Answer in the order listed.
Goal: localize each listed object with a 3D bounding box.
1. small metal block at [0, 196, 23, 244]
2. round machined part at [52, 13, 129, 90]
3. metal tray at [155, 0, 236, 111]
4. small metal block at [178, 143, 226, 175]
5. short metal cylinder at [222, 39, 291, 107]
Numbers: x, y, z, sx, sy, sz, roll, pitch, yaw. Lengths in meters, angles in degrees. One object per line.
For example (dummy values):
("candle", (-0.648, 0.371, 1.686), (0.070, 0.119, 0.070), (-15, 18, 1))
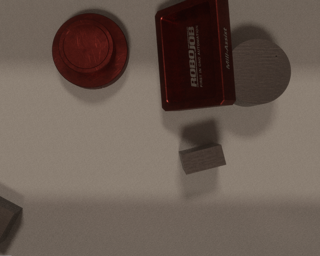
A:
("small metal block", (-0.221, 0.119, 0.409), (0.050, 0.025, 0.050), (29, 90, -1))
("round machined part", (-0.091, -0.101, 0.402), (0.099, 0.042, 0.097), (0, 90, -1))
("metal tray", (0.042, -0.089, 0.384), (0.090, 0.030, 0.129), (-4, 90, 39))
("small metal block", (0.053, 0.038, 0.400), (0.050, 0.050, 0.025), (-14, 90, 0))
("short metal cylinder", (0.119, -0.069, 0.400), (0.081, 0.050, 0.079), (0, 90, -1))
